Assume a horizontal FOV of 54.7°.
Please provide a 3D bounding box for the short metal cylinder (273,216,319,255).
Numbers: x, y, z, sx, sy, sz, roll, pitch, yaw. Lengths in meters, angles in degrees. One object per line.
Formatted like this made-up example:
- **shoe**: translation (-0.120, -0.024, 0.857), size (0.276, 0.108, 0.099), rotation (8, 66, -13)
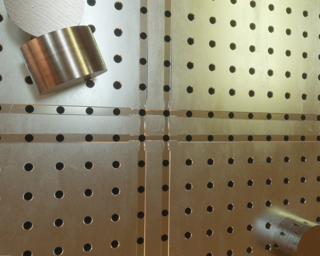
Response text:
- **short metal cylinder**: translation (0.227, 0.185, 0.486), size (0.081, 0.050, 0.079), rotation (0, 90, -21)

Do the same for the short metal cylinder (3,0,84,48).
- **short metal cylinder**: translation (-0.130, -0.135, 0.351), size (0.081, 0.050, 0.079), rotation (0, 90, -21)

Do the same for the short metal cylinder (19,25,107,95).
- **short metal cylinder**: translation (-0.106, -0.074, 0.345), size (0.081, 0.080, 0.050), rotation (-24, 99, -19)
